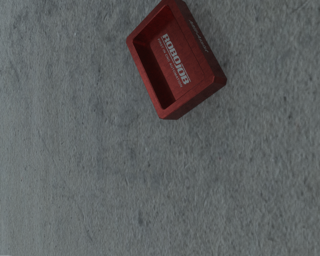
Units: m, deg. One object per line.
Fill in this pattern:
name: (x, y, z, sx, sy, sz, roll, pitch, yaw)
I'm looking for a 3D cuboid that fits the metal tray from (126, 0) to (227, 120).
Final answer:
metal tray: (0.015, -0.086, 0.389, 0.090, 0.030, 0.130, -36, 68, 34)
